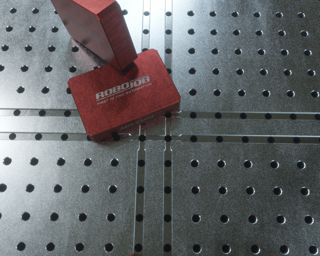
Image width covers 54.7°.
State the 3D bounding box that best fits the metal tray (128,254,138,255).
[{"bbox_3d":[-0.017,0.215,0.330,0.090,0.030,0.130,19,71,6],"label":"metal tray"}]

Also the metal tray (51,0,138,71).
[{"bbox_3d":[-0.092,-0.141,0.408,0.030,0.090,0.130,-43,58,-15],"label":"metal tray"}]

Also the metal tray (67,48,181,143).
[{"bbox_3d":[-0.048,-0.046,0.425,0.131,0.030,0.090,-22,72,-8],"label":"metal tray"}]
